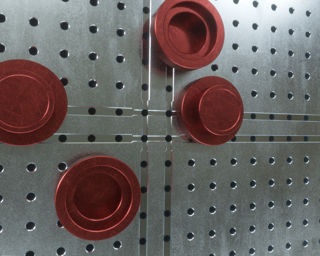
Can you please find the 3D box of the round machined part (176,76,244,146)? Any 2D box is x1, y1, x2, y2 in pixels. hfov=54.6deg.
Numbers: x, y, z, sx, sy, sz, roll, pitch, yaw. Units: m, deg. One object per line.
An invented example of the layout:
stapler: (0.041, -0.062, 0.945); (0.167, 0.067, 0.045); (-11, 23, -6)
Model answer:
round machined part: (0.076, -0.024, 0.431); (0.099, 0.042, 0.097); (0, 90, -20)

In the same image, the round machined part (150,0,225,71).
round machined part: (0.033, -0.125, 0.415); (0.099, 0.042, 0.097); (0, 90, -20)

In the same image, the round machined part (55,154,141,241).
round machined part: (-0.076, 0.081, 0.376); (0.099, 0.042, 0.097); (0, 90, -20)

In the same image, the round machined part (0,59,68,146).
round machined part: (-0.155, -0.028, 0.347); (0.099, 0.042, 0.097); (0, 90, -20)
